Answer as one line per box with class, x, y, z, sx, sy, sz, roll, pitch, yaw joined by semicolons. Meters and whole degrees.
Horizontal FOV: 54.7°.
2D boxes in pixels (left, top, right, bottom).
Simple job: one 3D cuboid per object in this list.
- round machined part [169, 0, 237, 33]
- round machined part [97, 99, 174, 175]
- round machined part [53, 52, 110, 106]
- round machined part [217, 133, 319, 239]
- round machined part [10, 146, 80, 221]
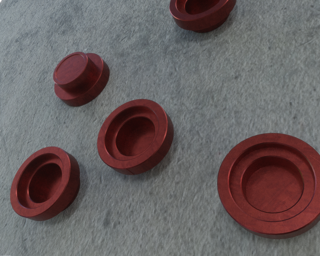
round machined part;0.067;-0.184;0.470;0.098;0.042;0.098;-13;56;20
round machined part;-0.027;0.015;0.397;0.098;0.042;0.098;-13;56;20
round machined part;-0.137;-0.088;0.517;0.098;0.042;0.098;-13;56;20
round machined part;0.109;0.057;0.300;0.098;0.042;0.098;-13;56;20
round machined part;-0.149;0.078;0.422;0.098;0.042;0.098;-13;56;20
